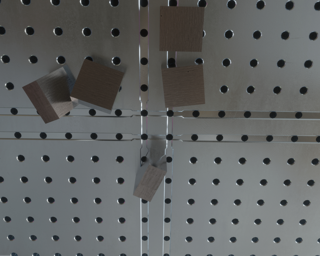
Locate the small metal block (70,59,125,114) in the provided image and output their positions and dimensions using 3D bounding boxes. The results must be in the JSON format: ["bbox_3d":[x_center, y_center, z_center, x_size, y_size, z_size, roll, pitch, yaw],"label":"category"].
[{"bbox_3d":[-0.077,-0.050,0.382,0.050,0.025,0.050,19,78,-7],"label":"small metal block"}]

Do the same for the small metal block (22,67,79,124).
[{"bbox_3d":[-0.130,-0.041,0.381,0.025,0.050,0.050,-16,111,30],"label":"small metal block"}]

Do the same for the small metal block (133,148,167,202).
[{"bbox_3d":[-0.013,0.063,0.423,0.025,0.050,0.050,24,108,-9],"label":"small metal block"}]

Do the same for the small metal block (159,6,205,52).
[{"bbox_3d":[0.025,-0.118,0.370,0.050,0.025,0.050,1,110,-1],"label":"small metal block"}]

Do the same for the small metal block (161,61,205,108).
[{"bbox_3d":[0.029,-0.055,0.393,0.050,0.025,0.050,-6,110,2],"label":"small metal block"}]
